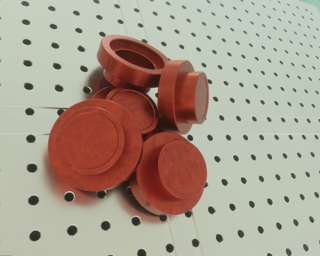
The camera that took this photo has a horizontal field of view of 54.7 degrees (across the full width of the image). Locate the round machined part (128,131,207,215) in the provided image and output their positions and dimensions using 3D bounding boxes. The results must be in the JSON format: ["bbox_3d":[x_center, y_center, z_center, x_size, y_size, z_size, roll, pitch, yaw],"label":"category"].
[{"bbox_3d":[0.016,0.051,0.360,0.099,0.042,0.098,12,67,-31],"label":"round machined part"}]

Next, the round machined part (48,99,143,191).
[{"bbox_3d":[-0.068,0.016,0.321,0.099,0.042,0.098,0,78,2],"label":"round machined part"}]

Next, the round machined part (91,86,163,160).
[{"bbox_3d":[-0.041,-0.013,0.383,0.099,0.042,0.098,14,56,-21],"label":"round machined part"}]

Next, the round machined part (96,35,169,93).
[{"bbox_3d":[-0.037,-0.081,0.414,0.099,0.042,0.098,19,33,-13],"label":"round machined part"}]

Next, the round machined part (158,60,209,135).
[{"bbox_3d":[0.036,-0.040,0.404,0.042,0.098,0.098,4,49,23],"label":"round machined part"}]
